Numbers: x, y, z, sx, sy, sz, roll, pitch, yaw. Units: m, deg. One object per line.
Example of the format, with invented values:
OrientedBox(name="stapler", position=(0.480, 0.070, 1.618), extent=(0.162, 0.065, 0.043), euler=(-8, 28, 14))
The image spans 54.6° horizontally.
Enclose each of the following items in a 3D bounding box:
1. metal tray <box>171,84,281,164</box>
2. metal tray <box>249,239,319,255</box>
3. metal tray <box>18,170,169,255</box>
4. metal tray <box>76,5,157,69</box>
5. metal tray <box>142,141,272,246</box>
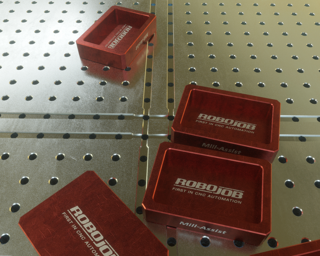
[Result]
OrientedBox(name="metal tray", position=(0.088, -0.008, 0.411), extent=(0.130, 0.030, 0.090), euler=(12, 51, 10))
OrientedBox(name="metal tray", position=(0.151, 0.151, 0.278), extent=(0.131, 0.030, 0.090), euler=(-9, 51, -8))
OrientedBox(name="metal tray", position=(-0.066, 0.114, 0.309), extent=(0.090, 0.030, 0.130), euler=(-36, 59, -26))
OrientedBox(name="metal tray", position=(-0.072, -0.162, 0.539), extent=(0.090, 0.030, 0.130), euler=(18, 52, 15))
OrientedBox(name="metal tray", position=(0.054, 0.069, 0.346), extent=(0.131, 0.030, 0.090), euler=(10, 51, 8))
